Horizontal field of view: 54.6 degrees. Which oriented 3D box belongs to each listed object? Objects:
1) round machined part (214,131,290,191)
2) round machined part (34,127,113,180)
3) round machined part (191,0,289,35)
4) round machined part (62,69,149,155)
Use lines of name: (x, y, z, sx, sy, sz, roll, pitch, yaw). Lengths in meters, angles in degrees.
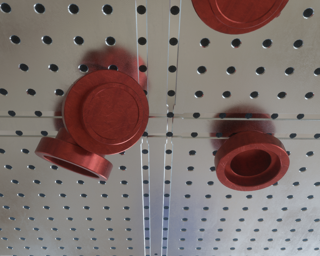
round machined part: (0.126, 0.042, 0.437, 0.099, 0.042, 0.097, 0, 130, 0)
round machined part: (-0.107, 0.032, 0.407, 0.098, 0.042, 0.098, 18, 161, 7)
round machined part: (0.077, -0.133, 0.288, 0.099, 0.042, 0.097, 0, 130, 0)
round machined part: (-0.058, -0.017, 0.351, 0.099, 0.042, 0.097, -3, 97, -24)
